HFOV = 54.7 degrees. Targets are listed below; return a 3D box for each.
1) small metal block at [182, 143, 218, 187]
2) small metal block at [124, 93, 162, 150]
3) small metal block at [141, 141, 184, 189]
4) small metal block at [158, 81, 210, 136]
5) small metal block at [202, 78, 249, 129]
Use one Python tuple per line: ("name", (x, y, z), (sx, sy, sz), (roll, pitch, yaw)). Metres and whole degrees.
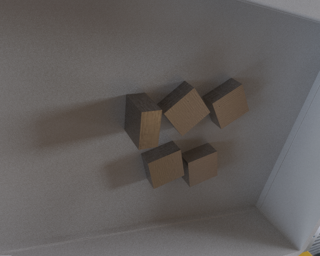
("small metal block", (0.061, 0.057, 0.479), (0.050, 0.025, 0.050), (-20, 126, -17))
("small metal block", (-0.022, -0.009, 0.376), (0.025, 0.050, 0.050), (-8, 122, -25))
("small metal block", (0.005, 0.053, 0.446), (0.050, 0.025, 0.050), (-22, 127, -16))
("small metal block", (0.031, -0.025, 0.412), (0.050, 0.025, 0.050), (-41, 130, -1))
("small metal block", (0.095, -0.035, 0.441), (0.050, 0.025, 0.050), (-33, 129, -7))
